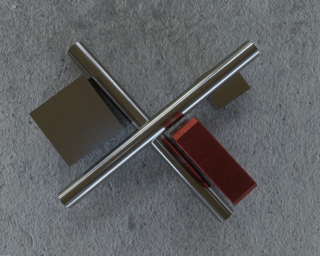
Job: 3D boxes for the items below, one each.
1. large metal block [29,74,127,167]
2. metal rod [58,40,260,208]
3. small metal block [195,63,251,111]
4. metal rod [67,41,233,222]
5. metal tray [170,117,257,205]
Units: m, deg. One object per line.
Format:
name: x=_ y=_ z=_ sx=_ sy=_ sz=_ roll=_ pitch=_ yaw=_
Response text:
large metal block: x=-0.101 y=-0.009 z=0.396 sx=0.080 sy=0.050 sz=0.080 roll=-37 pitch=90 yaw=0
metal rod: x=-0.001 y=-0.005 z=0.386 sx=0.300 sy=0.025 sz=0.025 roll=-39 pitch=91 yaw=-1
small metal block: x=0.082 y=-0.057 z=0.412 sx=0.050 sy=0.025 sz=0.050 roll=-35 pitch=90 yaw=0
metal rod: x=-0.012 y=0.006 z=0.411 sx=0.025 sy=0.025 sz=0.300 roll=-42 pitch=91 yaw=0
metal tray: x=0.053 y=0.032 z=0.359 sx=0.030 sy=0.130 sz=0.090 roll=-43 pitch=90 yaw=1
